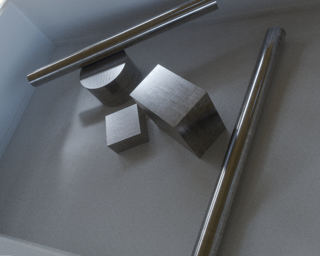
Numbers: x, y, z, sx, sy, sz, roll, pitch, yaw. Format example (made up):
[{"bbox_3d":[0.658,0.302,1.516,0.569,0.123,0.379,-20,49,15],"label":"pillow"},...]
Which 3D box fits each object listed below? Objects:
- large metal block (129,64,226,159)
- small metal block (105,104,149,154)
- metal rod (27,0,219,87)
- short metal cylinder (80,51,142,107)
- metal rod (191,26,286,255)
[{"bbox_3d":[0.023,-0.019,0.369,0.050,0.080,0.080,-48,52,-5],"label":"large metal block"},{"bbox_3d":[-0.046,0.001,0.428,0.050,0.025,0.050,-21,54,15],"label":"small metal block"},{"bbox_3d":[-0.064,-0.122,0.448,0.301,0.025,0.025,-19,55,16],"label":"metal rod"},{"bbox_3d":[-0.075,-0.079,0.476,0.080,0.050,0.080,-13,56,20],"label":"short metal cylinder"},{"bbox_3d":[0.095,0.007,0.350,0.025,0.025,0.300,10,67,32],"label":"metal rod"}]
